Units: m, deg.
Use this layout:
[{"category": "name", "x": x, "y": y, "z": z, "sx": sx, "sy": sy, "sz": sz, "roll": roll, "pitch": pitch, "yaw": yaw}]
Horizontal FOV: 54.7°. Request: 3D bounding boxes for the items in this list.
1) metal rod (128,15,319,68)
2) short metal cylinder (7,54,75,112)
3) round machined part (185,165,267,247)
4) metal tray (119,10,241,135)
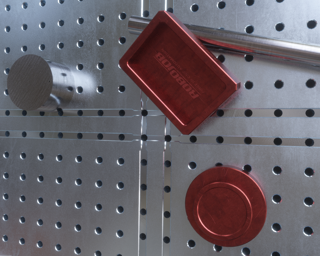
[{"category": "metal rod", "x": 0.100, "y": -0.103, "z": 0.377, "sx": 0.301, "sy": 0.025, "sz": 0.025, "roll": 16, "pitch": 95, "yaw": 18}, {"category": "short metal cylinder", "x": -0.176, "y": -0.064, "z": 0.459, "sx": 0.080, "sy": 0.050, "sz": 0.079, "roll": 0, "pitch": 90, "yaw": 19}, {"category": "round machined part", "x": 0.078, "y": 0.096, "z": 0.376, "sx": 0.098, "sy": 0.042, "sz": 0.097, "roll": 0, "pitch": 90, "yaw": 19}, {"category": "metal tray", "x": 0.022, "y": -0.067, "z": 0.385, "sx": 0.130, "sy": 0.030, "sz": 0.090, "roll": 47, "pitch": 115, "yaw": 6}]
